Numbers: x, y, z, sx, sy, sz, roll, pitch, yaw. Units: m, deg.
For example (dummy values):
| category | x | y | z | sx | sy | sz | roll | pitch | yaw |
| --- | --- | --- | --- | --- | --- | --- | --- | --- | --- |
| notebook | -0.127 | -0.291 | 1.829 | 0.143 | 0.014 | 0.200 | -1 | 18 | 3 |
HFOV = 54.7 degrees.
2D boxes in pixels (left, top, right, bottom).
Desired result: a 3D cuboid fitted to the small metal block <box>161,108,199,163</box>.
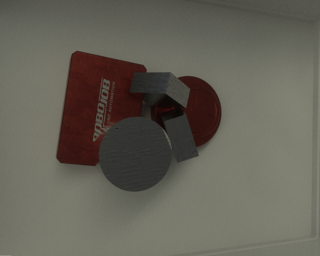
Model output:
| category | x | y | z | sx | sy | sz | roll | pitch | yaw |
| --- | --- | --- | --- | --- | --- | --- | --- | --- | --- |
| small metal block | 0.022 | 0.007 | 0.363 | 0.025 | 0.050 | 0.050 | -18 | 103 | -1 |

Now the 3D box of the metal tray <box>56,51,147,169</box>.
| category | x | y | z | sx | sy | sz | roll | pitch | yaw |
| --- | --- | --- | --- | --- | --- | --- | --- | --- | --- |
| metal tray | -0.071 | -0.019 | 0.378 | 0.091 | 0.030 | 0.129 | 8 | 87 | -20 |

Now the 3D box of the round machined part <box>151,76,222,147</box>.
| category | x | y | z | sx | sy | sz | roll | pitch | yaw |
| --- | --- | --- | --- | --- | --- | --- | --- | --- | --- |
| round machined part | 0.041 | -0.022 | 0.416 | 0.099 | 0.042 | 0.097 | 0 | 90 | -21 |

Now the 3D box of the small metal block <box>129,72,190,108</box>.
| category | x | y | z | sx | sy | sz | roll | pitch | yaw |
| --- | --- | --- | --- | --- | --- | --- | --- | --- | --- |
| small metal block | 0.001 | -0.045 | 0.370 | 0.050 | 0.050 | 0.025 | 28 | 72 | -55 |

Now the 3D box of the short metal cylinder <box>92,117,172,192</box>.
| category | x | y | z | sx | sy | sz | roll | pitch | yaw |
| --- | --- | --- | --- | --- | --- | --- | --- | --- | --- |
| short metal cylinder | -0.033 | 0.028 | 0.352 | 0.081 | 0.050 | 0.079 | 0 | 90 | -21 |
